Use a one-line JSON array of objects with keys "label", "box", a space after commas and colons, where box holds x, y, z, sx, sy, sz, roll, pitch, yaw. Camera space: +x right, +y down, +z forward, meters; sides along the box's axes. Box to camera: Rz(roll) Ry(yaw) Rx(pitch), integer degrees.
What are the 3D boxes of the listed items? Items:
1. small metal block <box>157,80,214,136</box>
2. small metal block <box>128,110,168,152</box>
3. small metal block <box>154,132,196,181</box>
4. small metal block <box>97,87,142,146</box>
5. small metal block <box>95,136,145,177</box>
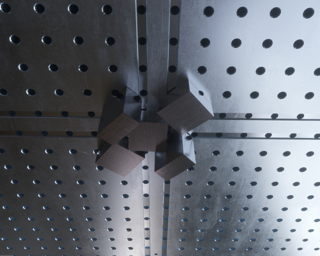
[{"label": "small metal block", "box": [0.032, -0.024, 0.391, 0.050, 0.025, 0.050, -32, 123, 25]}, {"label": "small metal block", "box": [-0.016, 0.004, 0.414, 0.050, 0.025, 0.050, 3, 129, -2]}, {"label": "small metal block", "box": [0.020, 0.037, 0.426, 0.050, 0.050, 0.025, -35, 122, 25]}, {"label": "small metal block", "box": [-0.049, -0.014, 0.382, 0.025, 0.050, 0.050, 36, 122, -27]}, {"label": "small metal block", "box": [-0.056, 0.038, 0.443, 0.050, 0.025, 0.050, 30, 123, -24]}]
